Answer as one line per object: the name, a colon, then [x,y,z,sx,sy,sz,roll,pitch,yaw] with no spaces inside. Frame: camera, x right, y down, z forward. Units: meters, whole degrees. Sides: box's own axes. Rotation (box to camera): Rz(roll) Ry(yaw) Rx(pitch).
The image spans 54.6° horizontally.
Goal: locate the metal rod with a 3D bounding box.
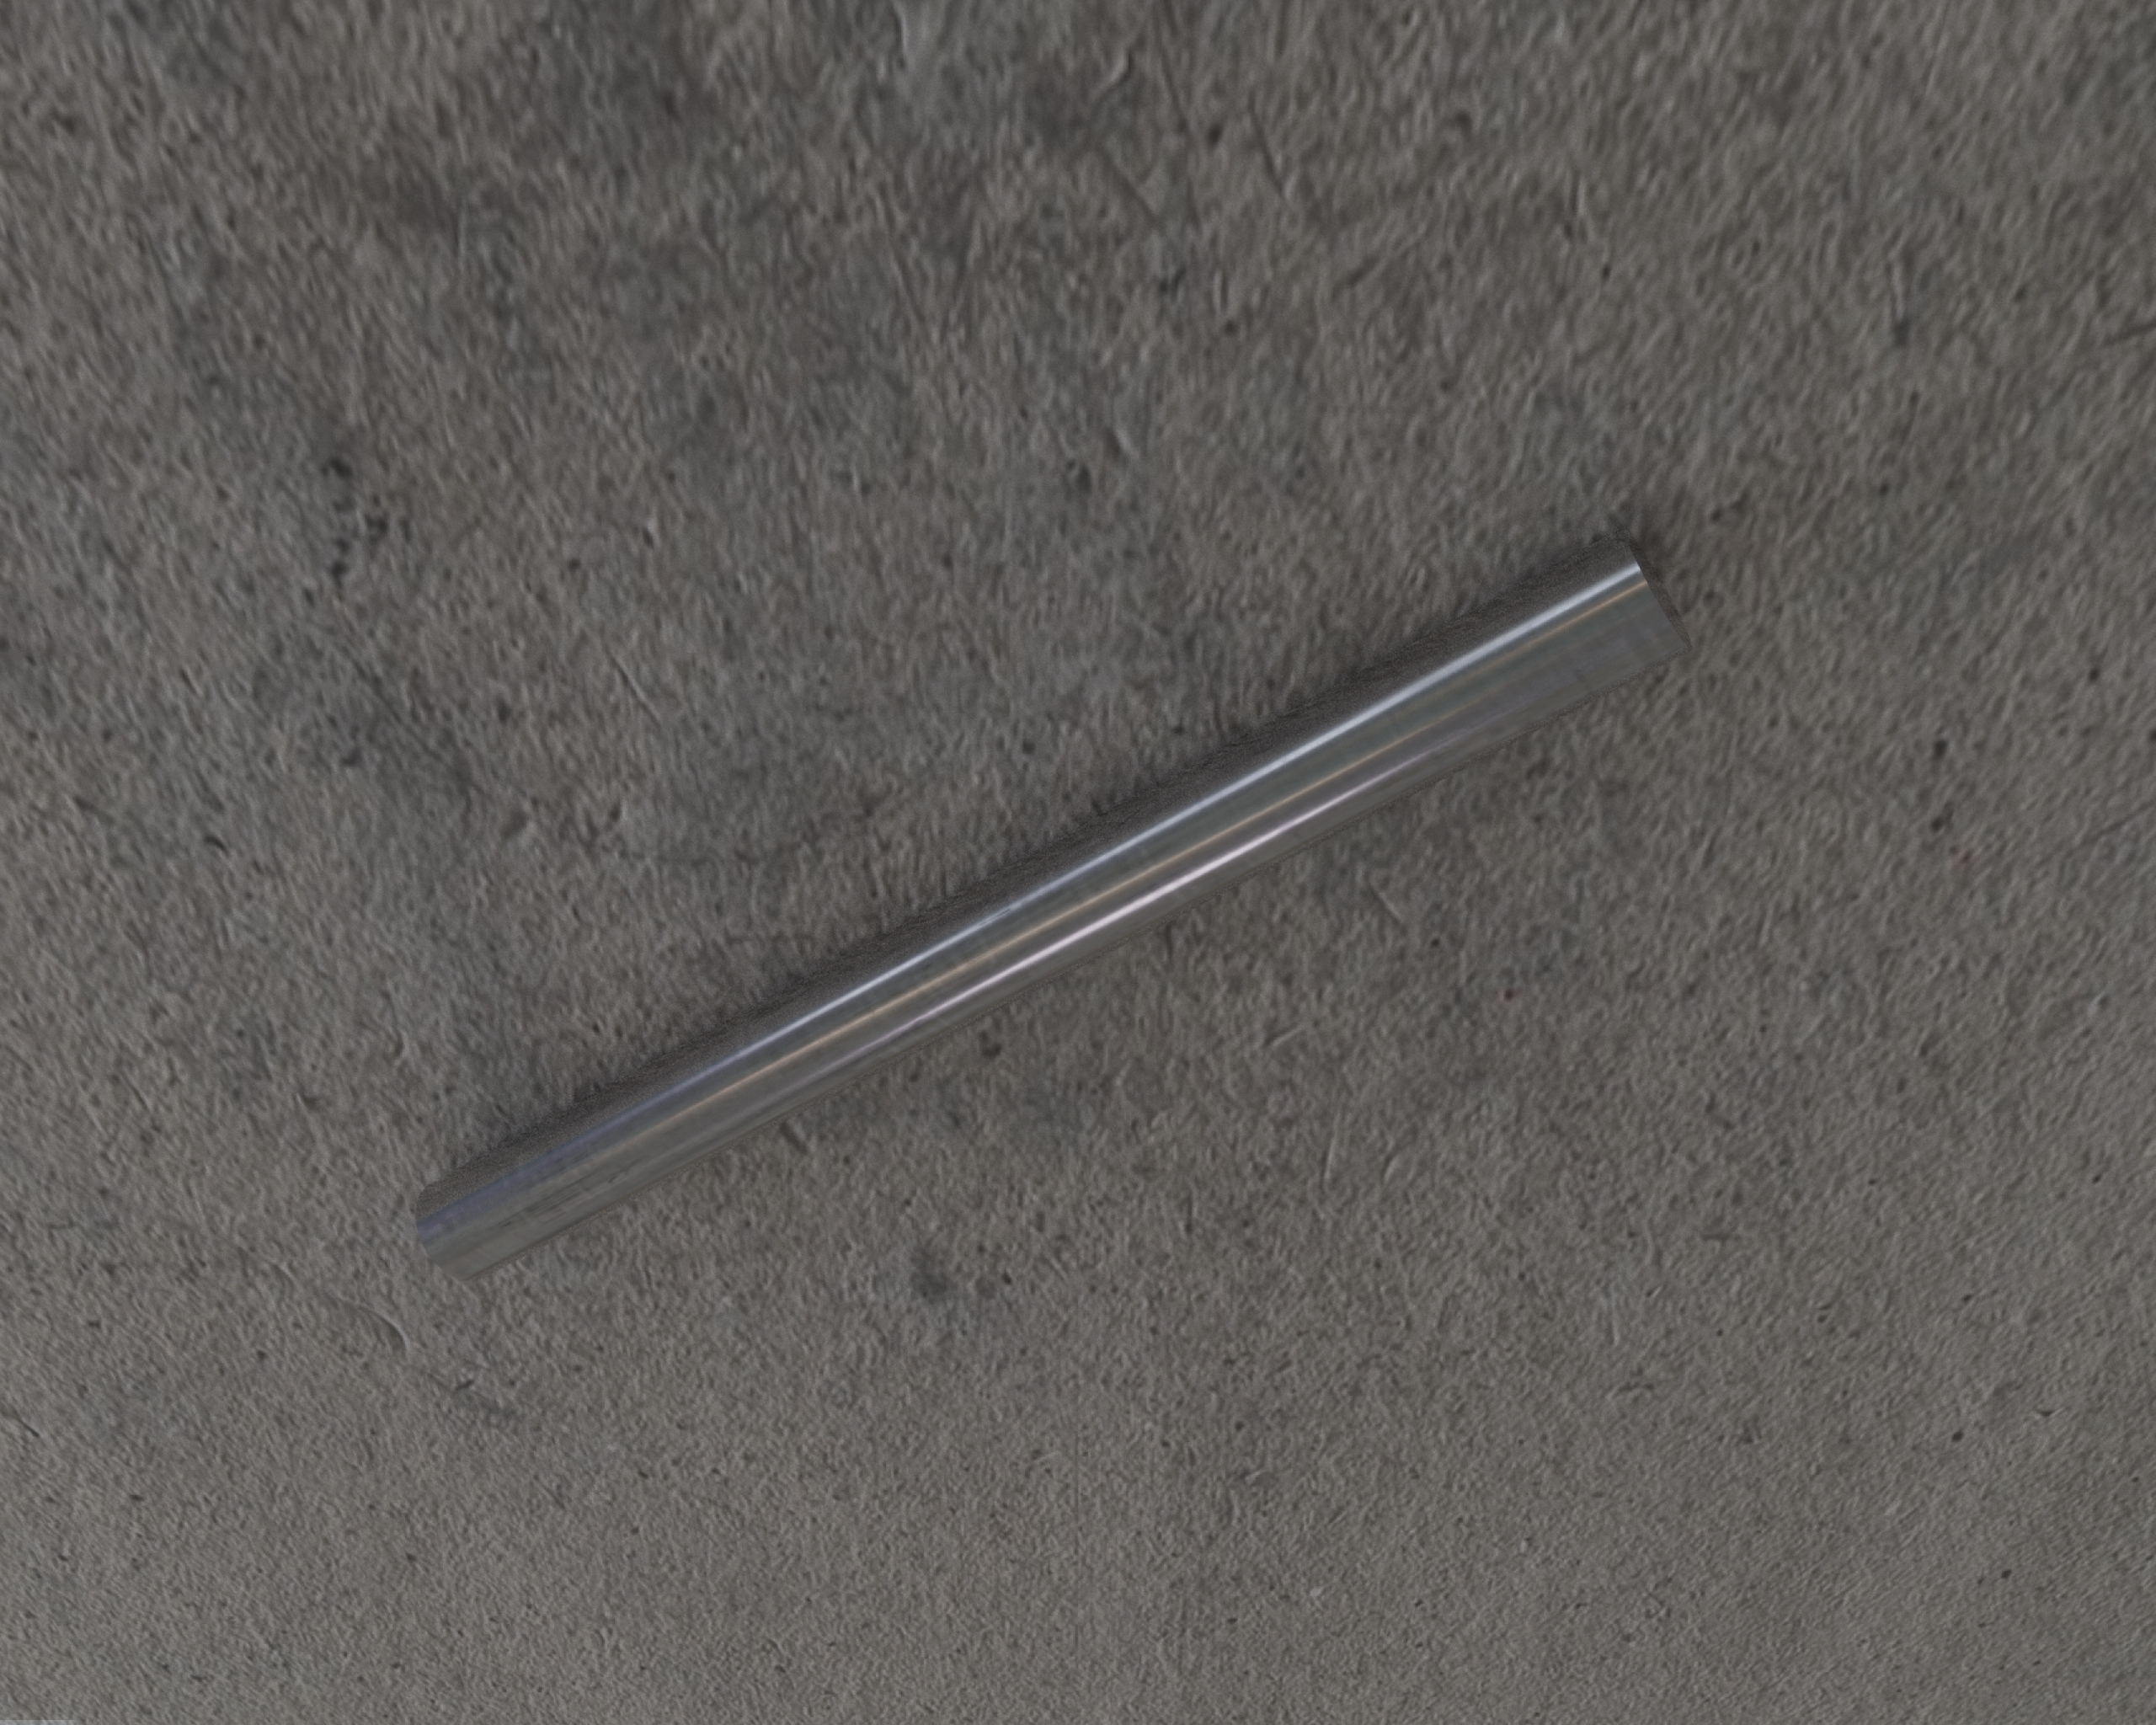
metal rod: [-0.020,0.018,0.424,0.300,0.025,0.025,-28,125,22]
